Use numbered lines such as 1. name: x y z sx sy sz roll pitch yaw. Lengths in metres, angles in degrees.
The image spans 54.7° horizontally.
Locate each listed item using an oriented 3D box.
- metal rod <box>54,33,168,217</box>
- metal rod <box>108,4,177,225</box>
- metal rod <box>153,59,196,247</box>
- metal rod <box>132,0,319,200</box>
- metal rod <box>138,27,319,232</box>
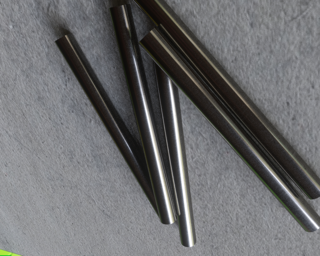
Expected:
1. metal rod: -0.057 0.010 0.441 0.025 0.025 0.299 -16 110 34
2. metal rod: -0.017 -0.001 0.401 0.025 0.025 0.298 0 115 28
3. metal rod: 0.024 0.049 0.422 0.025 0.025 0.298 5 121 25
4. metal rod: 0.079 -0.036 0.341 0.300 0.025 0.025 47 129 -6
5. metal rod: 0.087 0.010 0.352 0.300 0.025 0.025 47 129 -11
